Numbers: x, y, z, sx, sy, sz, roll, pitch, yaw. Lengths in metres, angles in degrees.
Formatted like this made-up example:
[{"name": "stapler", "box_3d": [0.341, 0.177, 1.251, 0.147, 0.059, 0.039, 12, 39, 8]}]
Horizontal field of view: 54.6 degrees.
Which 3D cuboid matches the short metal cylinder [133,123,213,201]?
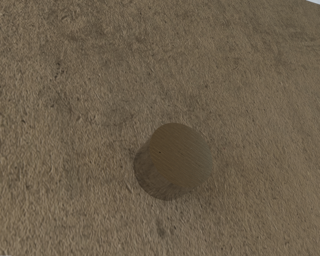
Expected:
[{"name": "short metal cylinder", "box_3d": [0.015, 0.041, 0.371, 0.081, 0.050, 0.080, 13, 56, -21]}]
